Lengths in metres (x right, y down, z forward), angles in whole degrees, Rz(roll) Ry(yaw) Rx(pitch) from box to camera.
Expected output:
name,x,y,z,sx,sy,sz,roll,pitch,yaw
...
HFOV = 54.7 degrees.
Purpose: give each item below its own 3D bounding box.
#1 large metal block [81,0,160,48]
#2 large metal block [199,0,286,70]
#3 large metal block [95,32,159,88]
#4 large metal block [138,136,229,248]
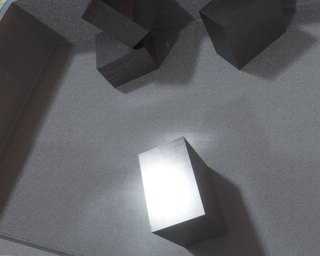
name,x,y,z,sx,sy,sz,roll,pitch,yaw
large metal block,-0.050,-0.173,0.430,0.050,0.080,0.080,-24,45,54
large metal block,0.108,-0.136,0.397,0.080,0.080,0.050,-40,51,1
large metal block,-0.054,-0.122,0.493,0.080,0.050,0.080,-21,54,15
large metal block,0.025,0.068,0.316,0.050,0.080,0.080,-23,53,14
